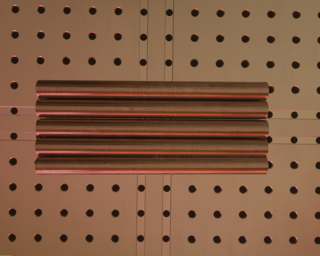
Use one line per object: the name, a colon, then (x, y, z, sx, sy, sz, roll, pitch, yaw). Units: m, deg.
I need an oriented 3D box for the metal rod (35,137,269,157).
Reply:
metal rod: (-0.010, 0.026, 0.413, 0.302, 0.025, 0.025, 0, 90, -1)

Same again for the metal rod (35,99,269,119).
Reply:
metal rod: (-0.010, -0.025, 0.413, 0.302, 0.025, 0.025, 0, 90, -1)

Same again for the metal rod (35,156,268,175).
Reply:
metal rod: (-0.010, 0.050, 0.413, 0.302, 0.025, 0.025, 0, 90, -1)

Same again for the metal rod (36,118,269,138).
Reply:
metal rod: (-0.009, 0.001, 0.413, 0.302, 0.025, 0.025, 0, 90, -1)

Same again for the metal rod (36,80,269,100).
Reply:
metal rod: (-0.009, -0.050, 0.413, 0.302, 0.025, 0.025, 0, 90, -1)
